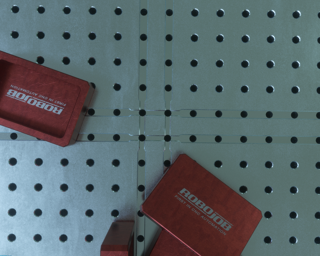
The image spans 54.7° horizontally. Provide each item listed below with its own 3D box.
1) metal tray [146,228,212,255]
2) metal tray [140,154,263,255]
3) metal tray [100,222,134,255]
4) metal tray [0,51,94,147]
[{"bbox_3d":[0.043,0.195,0.412,0.131,0.030,0.090,27,90,-1],"label":"metal tray"},{"bbox_3d":[0.052,0.106,0.394,0.130,0.030,0.090,37,71,3],"label":"metal tray"},{"bbox_3d":[-0.051,0.193,0.380,0.030,0.090,0.129,1,90,0],"label":"metal tray"},{"bbox_3d":[-0.165,-0.038,0.408,0.131,0.030,0.090,20,90,-1],"label":"metal tray"}]
